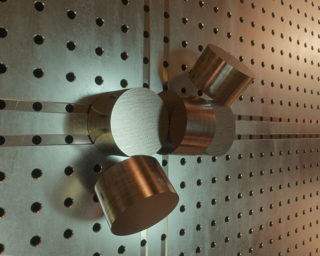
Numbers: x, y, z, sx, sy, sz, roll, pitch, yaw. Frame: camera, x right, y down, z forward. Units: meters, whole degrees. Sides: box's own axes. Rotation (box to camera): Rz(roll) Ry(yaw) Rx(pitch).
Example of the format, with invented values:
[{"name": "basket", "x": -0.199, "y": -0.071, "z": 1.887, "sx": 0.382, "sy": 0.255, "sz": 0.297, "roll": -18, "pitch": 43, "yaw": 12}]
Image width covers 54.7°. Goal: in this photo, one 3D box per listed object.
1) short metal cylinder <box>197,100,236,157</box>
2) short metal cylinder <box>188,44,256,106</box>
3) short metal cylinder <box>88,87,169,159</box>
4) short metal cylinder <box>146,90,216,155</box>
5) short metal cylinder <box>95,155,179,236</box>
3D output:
[{"name": "short metal cylinder", "x": 0.064, "y": 0.000, "z": 0.448, "sx": 0.081, "sy": 0.050, "sz": 0.079, "roll": 0, "pitch": 90, "yaw": -40}, {"name": "short metal cylinder", "x": 0.087, "y": -0.075, "z": 0.440, "sx": 0.081, "sy": 0.080, "sz": 0.050, "roll": 11, "pitch": 125, "yaw": -40}, {"name": "short metal cylinder", "x": -0.036, "y": -0.006, "z": 0.363, "sx": 0.081, "sy": 0.050, "sz": 0.079, "roll": 0, "pitch": 90, "yaw": -40}, {"name": "short metal cylinder", "x": 0.024, "y": -0.005, "z": 0.395, "sx": 0.050, "sy": 0.080, "sz": 0.080, "roll": 6, "pitch": 86, "yaw": -40}, {"name": "short metal cylinder", "x": -0.026, "y": 0.076, "z": 0.346, "sx": 0.081, "sy": 0.050, "sz": 0.080, "roll": -21, "pitch": 144, "yaw": -16}]
